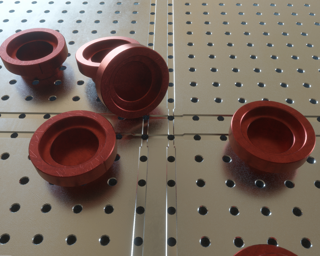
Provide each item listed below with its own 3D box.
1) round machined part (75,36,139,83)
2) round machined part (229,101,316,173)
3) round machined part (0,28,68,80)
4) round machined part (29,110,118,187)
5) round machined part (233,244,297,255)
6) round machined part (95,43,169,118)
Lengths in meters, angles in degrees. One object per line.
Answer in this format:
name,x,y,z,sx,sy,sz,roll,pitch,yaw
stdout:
round machined part,-0.075,-0.099,0.473,0.098,0.042,0.098,-3,41,3
round machined part,0.135,0.015,0.385,0.099,0.042,0.098,0,50,0
round machined part,-0.195,-0.113,0.491,0.099,0.042,0.098,0,50,0
round machined part,-0.100,0.028,0.373,0.099,0.042,0.098,0,50,0
round machined part,0.101,0.150,0.271,0.099,0.042,0.098,0,50,0
round machined part,-0.040,-0.066,0.419,0.099,0.098,0.042,-25,36,-19
